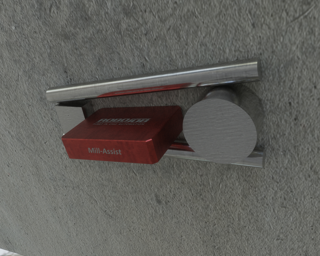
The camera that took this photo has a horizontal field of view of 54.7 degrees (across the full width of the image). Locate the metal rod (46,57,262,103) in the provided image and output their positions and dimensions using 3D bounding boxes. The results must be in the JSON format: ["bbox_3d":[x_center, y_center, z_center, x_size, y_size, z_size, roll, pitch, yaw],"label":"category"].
[{"bbox_3d":[-0.029,-0.055,0.390,0.300,0.025,0.025,-2,117,29],"label":"metal rod"}]

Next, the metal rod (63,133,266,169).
[{"bbox_3d":[-0.012,0.026,0.431,0.301,0.025,0.025,4,120,26],"label":"metal rod"}]

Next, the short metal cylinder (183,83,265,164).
[{"bbox_3d":[0.072,-0.007,0.349,0.080,0.050,0.079,13,124,21],"label":"short metal cylinder"}]

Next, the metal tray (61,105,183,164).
[{"bbox_3d":[-0.045,0.005,0.392,0.130,0.090,0.030,0,118,28],"label":"metal tray"}]

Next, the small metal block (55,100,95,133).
[{"bbox_3d":[-0.123,-0.015,0.465,0.050,0.025,0.050,4,121,26],"label":"small metal block"}]
